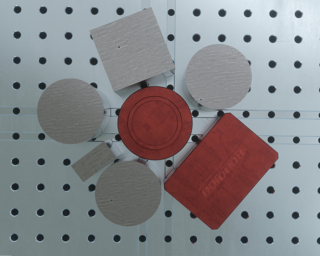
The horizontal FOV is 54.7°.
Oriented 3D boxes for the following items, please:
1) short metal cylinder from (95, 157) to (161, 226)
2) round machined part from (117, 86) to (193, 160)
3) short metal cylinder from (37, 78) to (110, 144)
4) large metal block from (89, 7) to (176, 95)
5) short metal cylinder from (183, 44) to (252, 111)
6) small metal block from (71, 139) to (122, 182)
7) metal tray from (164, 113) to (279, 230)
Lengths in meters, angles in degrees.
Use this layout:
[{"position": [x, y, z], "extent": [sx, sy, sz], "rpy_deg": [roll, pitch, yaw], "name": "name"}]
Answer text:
[{"position": [-0.038, 0.079, 0.400], "extent": [0.081, 0.050, 0.080], "rpy_deg": [0, 90, 0], "name": "short metal cylinder"}, {"position": [-0.006, -0.006, 0.404], "extent": [0.099, 0.042, 0.097], "rpy_deg": [0, 90, 0], "name": "round machined part"}, {"position": [-0.108, -0.020, 0.399], "extent": [0.081, 0.050, 0.080], "rpy_deg": [0, 90, 0], "name": "short metal cylinder"}, {"position": [-0.033, -0.096, 0.400], "extent": [0.080, 0.050, 0.080], "rpy_deg": [-21, 90, 0], "name": "large metal block"}, {"position": [0.071, -0.062, 0.401], "extent": [0.081, 0.050, 0.080], "rpy_deg": [0, 90, 0], "name": "short metal cylinder"}, {"position": [-0.080, 0.041, 0.399], "extent": [0.050, 0.050, 0.025], "rpy_deg": [-37, 90, 0], "name": "small metal block"}, {"position": [0.079, 0.055, 0.410], "extent": [0.090, 0.030, 0.130], "rpy_deg": [41, 89, 0], "name": "metal tray"}]
